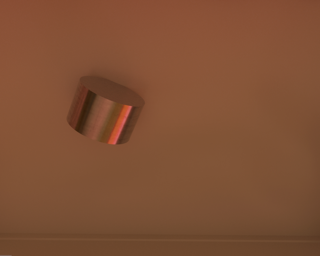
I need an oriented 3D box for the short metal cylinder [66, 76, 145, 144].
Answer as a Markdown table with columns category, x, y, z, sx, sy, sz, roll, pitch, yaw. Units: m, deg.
| category | x | y | z | sx | sy | sz | roll | pitch | yaw |
| --- | --- | --- | --- | --- | --- | --- | --- | --- | --- |
| short metal cylinder | -0.065 | -0.023 | 0.373 | 0.080 | 0.080 | 0.050 | 22 | 109 | -8 |
